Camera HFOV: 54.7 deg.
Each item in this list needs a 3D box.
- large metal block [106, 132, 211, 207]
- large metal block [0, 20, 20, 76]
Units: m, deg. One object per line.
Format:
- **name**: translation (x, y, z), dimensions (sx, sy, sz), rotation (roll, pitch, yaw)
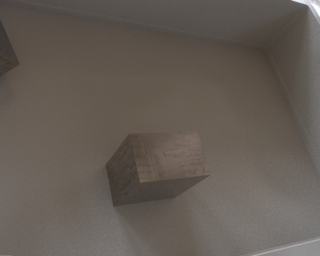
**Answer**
- **large metal block**: translation (-0.005, 0.045, 0.340), dimensions (0.081, 0.080, 0.050), rotation (-1, 63, -29)
- **large metal block**: translation (-0.202, -0.098, 0.313), dimensions (0.050, 0.080, 0.080), rotation (-30, 75, 6)
